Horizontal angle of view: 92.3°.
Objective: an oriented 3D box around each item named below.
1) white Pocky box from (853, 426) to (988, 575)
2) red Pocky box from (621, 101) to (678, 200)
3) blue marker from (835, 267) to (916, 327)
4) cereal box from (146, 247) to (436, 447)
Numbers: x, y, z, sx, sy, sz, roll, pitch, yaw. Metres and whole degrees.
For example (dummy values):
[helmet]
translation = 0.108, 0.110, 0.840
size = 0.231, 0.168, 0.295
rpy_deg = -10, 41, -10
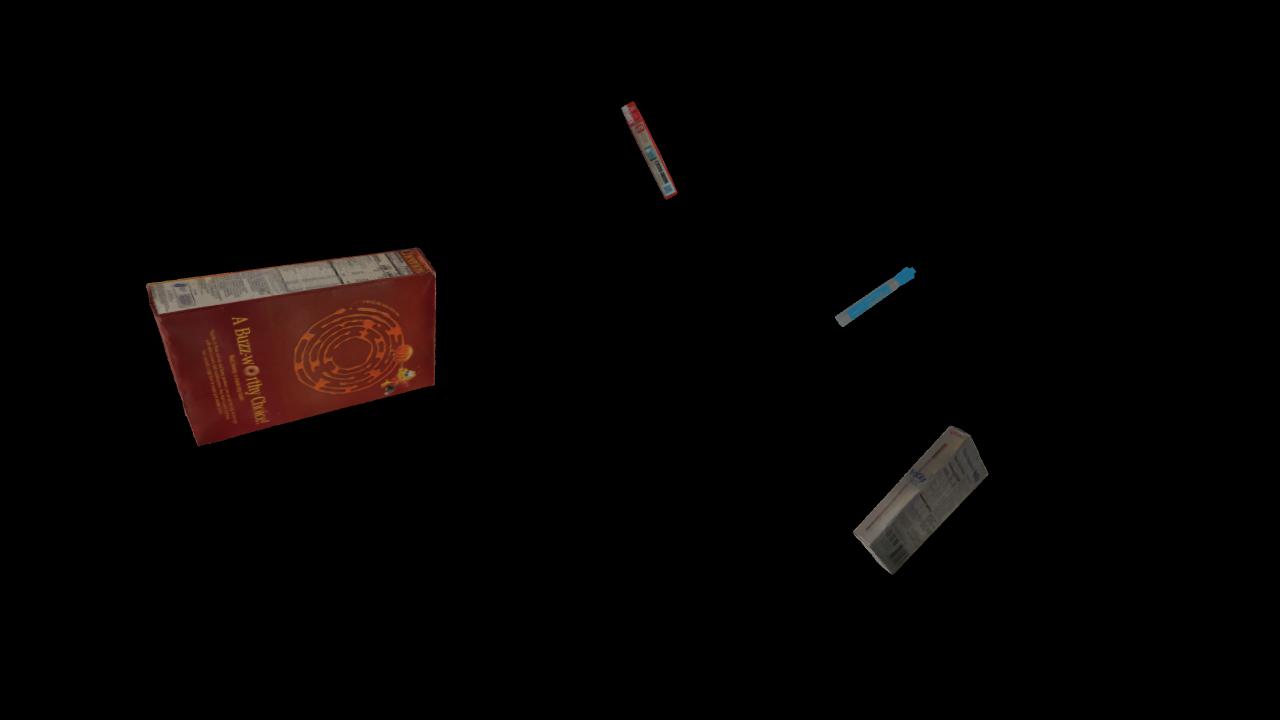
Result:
[white Pocky box]
translation = 0.297, 0.149, 0.647
size = 0.084, 0.154, 0.028
rpy_deg = 47, -4, -36
[red Pocky box]
translation = 0.017, -0.361, 1.062
size = 0.028, 0.083, 0.155
rpy_deg = -26, -47, 9
[blue marker]
translation = 0.324, -0.088, 0.845
size = 0.121, 0.020, 0.020
rpy_deg = -36, -6, 9
[cereal box]
translation = -0.423, -0.024, 0.799
size = 0.306, 0.203, 0.081
rpy_deg = -18, 48, -35
